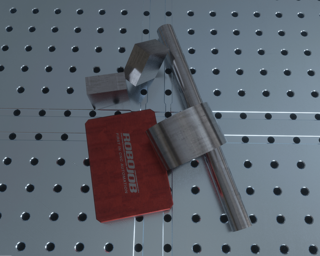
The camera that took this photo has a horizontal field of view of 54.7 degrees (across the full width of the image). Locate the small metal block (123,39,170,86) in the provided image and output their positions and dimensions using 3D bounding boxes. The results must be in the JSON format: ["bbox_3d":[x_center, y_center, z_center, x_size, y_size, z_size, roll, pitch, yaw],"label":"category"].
[{"bbox_3d":[-0.019,-0.089,0.420,0.025,0.050,0.050,39,36,12],"label":"small metal block"}]

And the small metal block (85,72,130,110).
[{"bbox_3d":[-0.069,-0.049,0.415,0.050,0.050,0.025,-8,71,-3],"label":"small metal block"}]

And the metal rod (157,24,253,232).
[{"bbox_3d":[0.053,-0.014,0.417,0.025,0.025,0.299,-17,71,-6],"label":"metal rod"}]

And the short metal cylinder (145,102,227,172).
[{"bbox_3d":[0.030,0.010,0.358,0.080,0.080,0.050,-25,85,-9],"label":"short metal cylinder"}]

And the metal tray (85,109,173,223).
[{"bbox_3d":[-0.040,0.046,0.392,0.091,0.030,0.129,-10,70,-4],"label":"metal tray"}]
